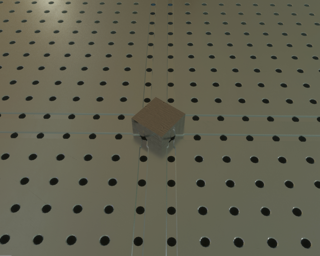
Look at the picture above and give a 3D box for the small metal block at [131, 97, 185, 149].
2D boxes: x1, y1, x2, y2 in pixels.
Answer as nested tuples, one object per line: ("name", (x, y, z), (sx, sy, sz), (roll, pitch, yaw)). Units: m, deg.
("small metal block", (-0.002, -0.008, 0.415), (0.050, 0.025, 0.050), (32, 57, 23))
